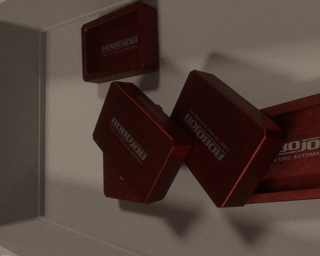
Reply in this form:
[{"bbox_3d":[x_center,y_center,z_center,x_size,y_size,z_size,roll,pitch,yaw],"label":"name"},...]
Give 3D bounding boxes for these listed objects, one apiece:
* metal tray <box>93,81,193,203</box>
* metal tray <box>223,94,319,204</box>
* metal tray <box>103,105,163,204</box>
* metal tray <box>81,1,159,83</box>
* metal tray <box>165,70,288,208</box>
[{"bbox_3d":[-0.028,0.013,0.372,0.130,0.030,0.089,45,122,36],"label":"metal tray"},{"bbox_3d":[0.126,0.022,0.298,0.130,0.030,0.090,-16,80,38],"label":"metal tray"},{"bbox_3d":[-0.039,0.034,0.434,0.090,0.030,0.129,-2,89,39],"label":"metal tray"},{"bbox_3d":[-0.062,-0.119,0.452,0.130,0.030,0.089,-4,88,39],"label":"metal tray"},{"bbox_3d":[0.058,0.006,0.324,0.130,0.030,0.089,53,128,47],"label":"metal tray"}]
